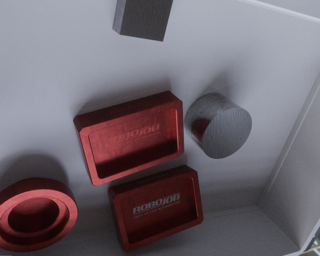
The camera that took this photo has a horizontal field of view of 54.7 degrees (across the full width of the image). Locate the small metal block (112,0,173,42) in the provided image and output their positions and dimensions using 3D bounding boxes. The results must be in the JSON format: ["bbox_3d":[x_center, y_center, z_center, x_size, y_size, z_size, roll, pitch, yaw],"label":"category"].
[{"bbox_3d":[-0.018,-0.122,0.325,0.050,0.025,0.050,0,118,-29],"label":"small metal block"}]

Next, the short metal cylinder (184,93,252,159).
[{"bbox_3d":[0.081,-0.003,0.437,0.081,0.050,0.079,-14,125,-21],"label":"short metal cylinder"}]

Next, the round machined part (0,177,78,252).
[{"bbox_3d":[-0.154,0.099,0.376,0.099,0.042,0.097,-14,125,-21],"label":"round machined part"}]

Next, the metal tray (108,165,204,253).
[{"bbox_3d":[-0.003,0.116,0.458,0.131,0.030,0.089,-14,104,-21],"label":"metal tray"}]

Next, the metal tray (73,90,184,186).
[{"bbox_3d":[-0.034,0.012,0.395,0.131,0.030,0.089,-18,126,-19],"label":"metal tray"}]
